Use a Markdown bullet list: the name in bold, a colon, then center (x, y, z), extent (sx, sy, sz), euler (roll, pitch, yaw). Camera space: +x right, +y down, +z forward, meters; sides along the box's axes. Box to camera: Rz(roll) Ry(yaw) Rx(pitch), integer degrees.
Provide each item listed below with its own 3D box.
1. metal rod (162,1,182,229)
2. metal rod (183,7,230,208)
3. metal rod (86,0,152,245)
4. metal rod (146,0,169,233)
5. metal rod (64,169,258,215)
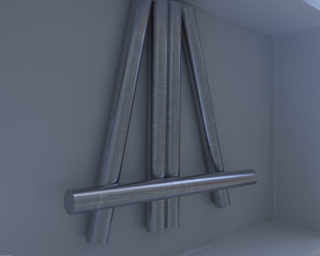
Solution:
- **metal rod**: center (0.015, -0.017, 0.418), extent (0.025, 0.025, 0.298), euler (1, 89, -40)
- **metal rod**: center (0.067, -0.023, 0.461), extent (0.025, 0.025, 0.298), euler (-20, 103, -38)
- **metal rod**: center (-0.046, -0.019, 0.366), extent (0.025, 0.025, 0.299), euler (16, 80, -39)
- **metal rod**: center (-0.004, -0.017, 0.402), extent (0.025, 0.025, 0.298), euler (1, 89, -40)
- **metal rod**: center (0.029, 0.074, 0.395), extent (0.302, 0.025, 0.025), euler (2, 89, -40)
